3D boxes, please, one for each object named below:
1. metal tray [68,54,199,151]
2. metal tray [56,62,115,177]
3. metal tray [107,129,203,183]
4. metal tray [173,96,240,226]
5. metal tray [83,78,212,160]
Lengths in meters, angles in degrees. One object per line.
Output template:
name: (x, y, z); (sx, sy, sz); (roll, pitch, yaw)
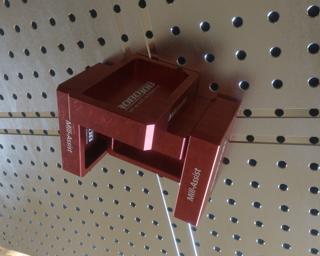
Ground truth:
metal tray: (-0.022, -0.036, 0.332); (0.090, 0.131, 0.030); (20, 127, 16)
metal tray: (-0.091, -0.011, 0.411); (0.030, 0.090, 0.129); (20, 126, 16)
metal tray: (-0.008, 0.016, 0.422); (0.130, 0.030, 0.089); (20, 126, 16)
metal tray: (0.055, 0.039, 0.364); (0.030, 0.090, 0.129); (20, 126, 17)
metal tray: (-0.014, -0.020, 0.364); (0.130, 0.090, 0.030); (20, 126, 16)
